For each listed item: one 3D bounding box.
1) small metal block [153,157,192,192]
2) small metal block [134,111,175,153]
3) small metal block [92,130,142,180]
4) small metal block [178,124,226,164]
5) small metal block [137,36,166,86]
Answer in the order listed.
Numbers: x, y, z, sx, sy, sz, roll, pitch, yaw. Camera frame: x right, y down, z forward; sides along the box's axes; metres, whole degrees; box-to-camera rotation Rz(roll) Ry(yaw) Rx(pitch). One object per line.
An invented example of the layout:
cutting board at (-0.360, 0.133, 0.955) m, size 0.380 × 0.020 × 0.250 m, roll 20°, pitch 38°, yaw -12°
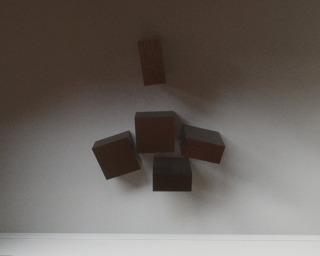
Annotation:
small metal block at (0.016, 0.062, 0.421) m, size 0.050 × 0.050 × 0.025 m, roll 0°, pitch 110°, yaw 0°
small metal block at (-0.006, 0.005, 0.413) m, size 0.050 × 0.025 × 0.050 m, roll -2°, pitch 110°, yaw 0°
small metal block at (-0.058, 0.037, 0.424) m, size 0.050 × 0.025 × 0.050 m, roll -18°, pitch 109°, yaw 6°
small metal block at (0.053, 0.020, 0.406) m, size 0.050 × 0.050 × 0.025 m, roll 12°, pitch 110°, yaw -5°
small metal block at (-0.009, -0.081, 0.368) m, size 0.025 × 0.050 × 0.050 m, roll -7°, pitch 110°, yaw 3°
